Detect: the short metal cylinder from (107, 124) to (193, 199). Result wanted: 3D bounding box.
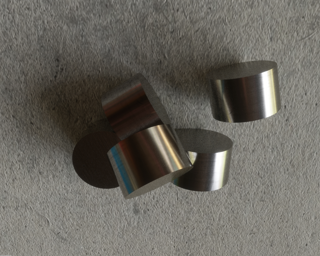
[{"bbox_3d":[-0.011,0.037,0.338,0.080,0.080,0.050,-29,74,10],"label":"short metal cylinder"}]

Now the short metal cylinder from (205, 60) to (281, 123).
[{"bbox_3d":[0.098,-0.045,0.365,0.080,0.080,0.050,-12,110,4],"label":"short metal cylinder"}]

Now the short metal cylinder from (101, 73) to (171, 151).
[{"bbox_3d":[-0.026,-0.019,0.373,0.050,0.080,0.080,-29,108,10],"label":"short metal cylinder"}]

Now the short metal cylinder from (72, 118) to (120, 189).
[{"bbox_3d":[-0.068,0.032,0.408,0.081,0.050,0.079,0,110,0],"label":"short metal cylinder"}]

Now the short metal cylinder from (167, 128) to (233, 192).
[{"bbox_3d":[0.049,0.038,0.395,0.081,0.080,0.050,3,110,-1],"label":"short metal cylinder"}]
